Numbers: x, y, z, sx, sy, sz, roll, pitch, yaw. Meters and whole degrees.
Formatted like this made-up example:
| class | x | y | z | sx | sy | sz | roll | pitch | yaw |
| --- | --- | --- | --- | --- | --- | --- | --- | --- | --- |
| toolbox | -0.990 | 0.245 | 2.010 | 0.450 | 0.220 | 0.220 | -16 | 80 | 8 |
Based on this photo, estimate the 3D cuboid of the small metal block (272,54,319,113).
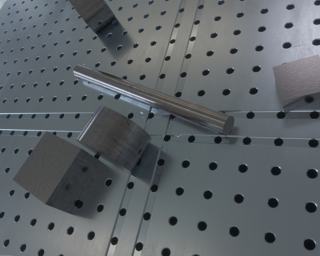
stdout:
| class | x | y | z | sx | sy | sz | roll | pitch | yaw |
| --- | --- | --- | --- | --- | --- | --- | --- | --- | --- |
| small metal block | 0.162 | -0.051 | 0.354 | 0.050 | 0.025 | 0.050 | -14 | 56 | 20 |

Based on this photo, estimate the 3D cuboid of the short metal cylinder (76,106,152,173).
| class | x | y | z | sx | sy | sz | roll | pitch | yaw |
| --- | --- | --- | --- | --- | --- | --- | --- | --- | --- |
| short metal cylinder | -0.058 | 0.015 | 0.394 | 0.080 | 0.080 | 0.050 | 21 | 73 | 36 |

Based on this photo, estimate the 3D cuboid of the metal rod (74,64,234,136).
| class | x | y | z | sx | sy | sz | roll | pitch | yaw |
| --- | --- | --- | --- | --- | --- | --- | --- | --- | --- |
| metal rod | -0.030 | -0.051 | 0.455 | 0.300 | 0.025 | 0.025 | 24 | 75 | 36 |

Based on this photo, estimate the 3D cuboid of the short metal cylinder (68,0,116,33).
| class | x | y | z | sx | sy | sz | roll | pitch | yaw |
| --- | --- | --- | --- | --- | --- | --- | --- | --- | --- |
| short metal cylinder | -0.128 | -0.226 | 0.579 | 0.050 | 0.080 | 0.080 | -37 | 51 | 4 |

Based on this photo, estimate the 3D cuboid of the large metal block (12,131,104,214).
| class | x | y | z | sx | sy | sz | roll | pitch | yaw |
| --- | --- | --- | --- | --- | --- | --- | --- | --- | --- |
| large metal block | -0.141 | 0.060 | 0.429 | 0.080 | 0.050 | 0.080 | 20 | 72 | 35 |
